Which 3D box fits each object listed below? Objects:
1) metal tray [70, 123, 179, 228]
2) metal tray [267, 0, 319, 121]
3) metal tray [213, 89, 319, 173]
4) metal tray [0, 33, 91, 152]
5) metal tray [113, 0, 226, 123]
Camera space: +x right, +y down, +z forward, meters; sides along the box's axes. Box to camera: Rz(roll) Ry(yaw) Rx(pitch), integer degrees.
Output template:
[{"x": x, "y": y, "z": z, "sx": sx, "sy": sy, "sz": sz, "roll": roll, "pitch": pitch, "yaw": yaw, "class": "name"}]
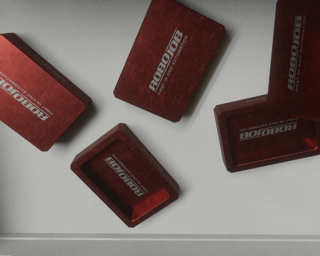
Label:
[{"x": -0.046, "y": 0.068, "z": 0.433, "sx": 0.090, "sy": 0.030, "sz": 0.130, "roll": -36, "pitch": 107, "yaw": 12, "class": "metal tray"}, {"x": 0.156, "y": -0.077, "z": 0.325, "sx": 0.030, "sy": 0.090, "sz": 0.129, "roll": 0, "pitch": 100, "yaw": -15, "class": "metal tray"}, {"x": 0.145, "y": 0.002, "z": 0.411, "sx": 0.131, "sy": 0.030, "sz": 0.089, "roll": -13, "pitch": 110, "yaw": 4, "class": "metal tray"}, {"x": -0.167, "y": -0.043, "z": 0.391, "sx": 0.130, "sy": 0.030, "sz": 0.090, "roll": 41, "pitch": 105, "yaw": -14, "class": "metal tray"}, {"x": 0.009, "y": -0.082, "z": 0.379, "sx": 0.090, "sy": 0.030, "sz": 0.129, "roll": 23, "pitch": 108, "yaw": -9, "class": "metal tray"}]
